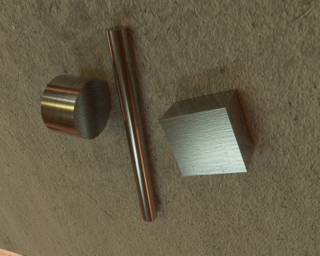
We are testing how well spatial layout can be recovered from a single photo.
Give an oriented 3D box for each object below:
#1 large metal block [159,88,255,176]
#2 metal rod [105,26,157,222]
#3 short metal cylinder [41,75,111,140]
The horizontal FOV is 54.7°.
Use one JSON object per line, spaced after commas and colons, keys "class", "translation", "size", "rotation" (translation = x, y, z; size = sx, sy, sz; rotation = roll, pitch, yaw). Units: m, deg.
{"class": "large metal block", "translation": [0.057, 0.007, 0.365], "size": [0.080, 0.050, 0.080], "rotation": [-10, 114, 32]}
{"class": "metal rod", "translation": [-0.034, 0.014, 0.433], "size": [0.025, 0.025, 0.298], "rotation": [7, 122, 25]}
{"class": "short metal cylinder", "translation": [-0.109, -0.028, 0.411], "size": [0.050, 0.080, 0.079], "rotation": [11, 123, 22]}
